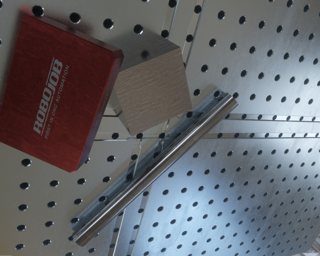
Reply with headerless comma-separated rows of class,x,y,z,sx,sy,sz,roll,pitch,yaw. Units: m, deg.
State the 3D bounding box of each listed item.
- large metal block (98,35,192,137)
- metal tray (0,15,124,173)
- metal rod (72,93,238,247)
large metal block,-0.016,-0.049,0.357,0.080,0.050,0.080,-25,128,-13
metal tray,-0.100,-0.031,0.303,0.090,0.030,0.129,24,109,1
metal rod,-0.007,0.060,0.445,0.300,0.025,0.025,-43,130,1
